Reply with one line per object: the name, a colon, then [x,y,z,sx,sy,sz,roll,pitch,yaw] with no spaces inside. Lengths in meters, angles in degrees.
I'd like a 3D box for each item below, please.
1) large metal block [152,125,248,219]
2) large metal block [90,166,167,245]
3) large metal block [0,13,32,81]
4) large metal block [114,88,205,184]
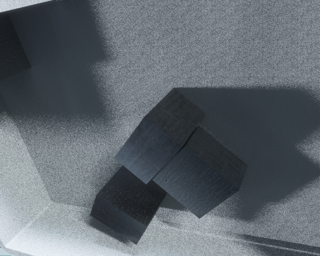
large metal block: [0.051,0.058,0.401,0.080,0.050,0.080,40,129,1]
large metal block: [-0.043,0.110,0.462,0.080,0.080,0.050,30,128,8]
large metal block: [-0.243,-0.107,0.432,0.050,0.080,0.080,-1,118,28]
large metal block: [0.000,0.009,0.377,0.050,0.080,0.080,40,129,1]
